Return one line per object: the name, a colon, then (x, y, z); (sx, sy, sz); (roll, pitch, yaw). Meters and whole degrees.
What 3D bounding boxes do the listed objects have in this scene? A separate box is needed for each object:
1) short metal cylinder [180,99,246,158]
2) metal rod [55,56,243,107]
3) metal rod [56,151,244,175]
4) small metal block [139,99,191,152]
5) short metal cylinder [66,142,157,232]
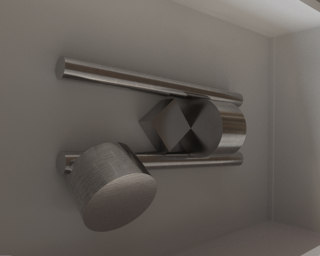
short metal cylinder: (0.071, 0.001, 0.431); (0.050, 0.080, 0.079); (2, 89, -40)
metal rod: (0.012, -0.054, 0.416); (0.302, 0.025, 0.025); (4, 88, -40)
metal rod: (0.013, 0.044, 0.417); (0.302, 0.025, 0.025); (4, 88, -40)
small metal block: (0.007, -0.004, 0.413); (0.050, 0.025, 0.050); (-45, 118, -31)
short metal cylinder: (-0.051, 0.061, 0.325); (0.081, 0.050, 0.079); (-21, 135, -23)
